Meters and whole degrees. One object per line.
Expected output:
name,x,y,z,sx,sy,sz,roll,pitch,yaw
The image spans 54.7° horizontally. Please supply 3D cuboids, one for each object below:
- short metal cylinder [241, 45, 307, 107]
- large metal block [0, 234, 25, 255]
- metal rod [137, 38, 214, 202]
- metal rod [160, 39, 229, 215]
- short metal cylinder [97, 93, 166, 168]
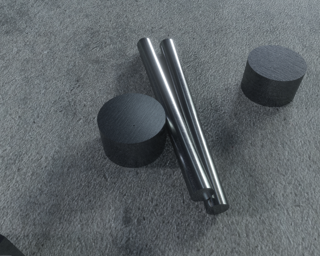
short metal cylinder,0.164,-0.076,0.452,0.081,0.050,0.080,0,50,0
large metal block,-0.168,0.115,0.269,0.080,0.080,0.050,19,53,15
metal rod,0.009,-0.036,0.420,0.025,0.025,0.300,-10,47,-9
metal rod,0.037,-0.026,0.425,0.025,0.025,0.300,-7,50,-6
short metal cylinder,-0.034,0.002,0.385,0.081,0.050,0.080,0,50,0
